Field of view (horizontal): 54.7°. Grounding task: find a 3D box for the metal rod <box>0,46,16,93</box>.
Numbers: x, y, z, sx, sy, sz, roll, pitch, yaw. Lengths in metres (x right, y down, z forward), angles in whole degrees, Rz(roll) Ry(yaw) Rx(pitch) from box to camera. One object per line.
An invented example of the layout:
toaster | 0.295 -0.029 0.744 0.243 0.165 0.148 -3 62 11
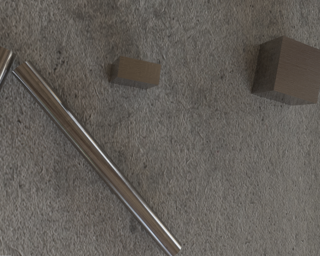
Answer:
metal rod | -0.223 0.053 0.326 0.025 0.025 0.299 22 83 -19

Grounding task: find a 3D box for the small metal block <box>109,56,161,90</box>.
small metal block | -0.032 -0.067 0.385 0.050 0.050 0.025 8 88 -20

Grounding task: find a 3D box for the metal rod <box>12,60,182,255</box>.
metal rod | -0.069 0.047 0.384 0.025 0.025 0.299 -41 103 -16

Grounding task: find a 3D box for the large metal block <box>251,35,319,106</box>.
large metal block | 0.194 -0.083 0.469 0.081 0.050 0.080 13 86 -20
